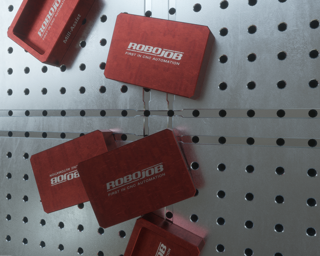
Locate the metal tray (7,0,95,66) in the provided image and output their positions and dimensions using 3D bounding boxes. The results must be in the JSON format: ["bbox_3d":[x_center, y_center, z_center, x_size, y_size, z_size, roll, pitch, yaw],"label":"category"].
[{"bbox_3d":[-0.165,-0.172,0.468,0.090,0.030,0.130,36,102,16],"label":"metal tray"}]

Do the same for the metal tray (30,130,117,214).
[{"bbox_3d":[-0.120,0.064,0.453,0.130,0.030,0.090,-20,83,19],"label":"metal tray"}]

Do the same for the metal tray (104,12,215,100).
[{"bbox_3d":[-0.003,-0.096,0.411,0.130,0.030,0.090,16,95,19],"label":"metal tray"}]

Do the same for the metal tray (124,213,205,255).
[{"bbox_3d":[-0.006,0.191,0.412,0.090,0.030,0.129,22,97,18],"label":"metal tray"}]

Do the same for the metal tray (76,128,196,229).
[{"bbox_3d":[-0.029,0.064,0.400,0.130,0.030,0.090,-21,90,6],"label":"metal tray"}]
